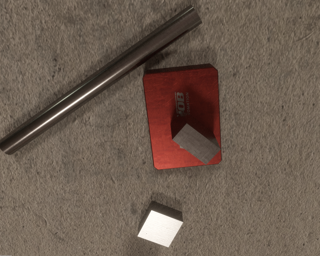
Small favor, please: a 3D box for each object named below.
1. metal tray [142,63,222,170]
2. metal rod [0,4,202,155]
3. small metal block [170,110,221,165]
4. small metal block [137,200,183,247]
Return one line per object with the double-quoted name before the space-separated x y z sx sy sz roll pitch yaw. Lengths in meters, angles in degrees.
"metal tray" 0.030 -0.013 0.403 0.091 0.030 0.129 -6 110 1
"metal rod" -0.082 -0.054 0.388 0.300 0.025 0.025 -33 107 11
"small metal block" 0.041 0.010 0.368 0.050 0.050 0.025 37 106 -13
"small metal block" 0.000 0.143 0.463 0.050 0.025 0.050 23 108 -9
